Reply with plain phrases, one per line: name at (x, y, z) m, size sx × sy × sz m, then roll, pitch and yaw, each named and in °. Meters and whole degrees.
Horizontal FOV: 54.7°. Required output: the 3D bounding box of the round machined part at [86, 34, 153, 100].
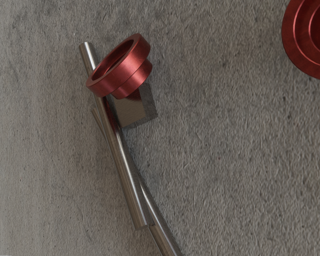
round machined part at (-0.049, -0.076, 0.413) m, size 0.098 × 0.042 × 0.098 m, roll -34°, pitch 28°, yaw 22°

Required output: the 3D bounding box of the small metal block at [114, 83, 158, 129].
small metal block at (-0.035, -0.031, 0.434) m, size 0.050 × 0.025 × 0.050 m, roll -24°, pitch 75°, yaw 37°

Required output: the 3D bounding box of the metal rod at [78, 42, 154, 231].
metal rod at (-0.070, -0.004, 0.444) m, size 0.025 × 0.025 × 0.299 m, roll -39°, pitch 61°, yaw 33°

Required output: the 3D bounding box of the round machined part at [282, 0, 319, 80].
round machined part at (0.160, -0.086, 0.262) m, size 0.098 × 0.042 × 0.097 m, roll 0°, pitch 90°, yaw 40°

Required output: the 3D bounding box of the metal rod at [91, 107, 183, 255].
metal rod at (-0.026, 0.092, 0.426) m, size 0.025 × 0.025 × 0.299 m, roll -45°, pitch 63°, yaw 31°
